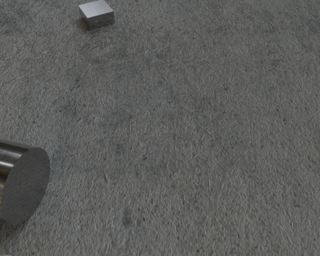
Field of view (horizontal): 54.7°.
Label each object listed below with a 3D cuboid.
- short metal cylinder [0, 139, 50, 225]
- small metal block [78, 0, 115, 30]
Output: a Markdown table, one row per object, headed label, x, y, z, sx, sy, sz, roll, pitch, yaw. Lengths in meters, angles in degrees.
| label | x | y | z | sx | sy | sz | roll | pitch | yaw |
| --- | --- | --- | --- | --- | --- | --- | --- | --- | --- |
| short metal cylinder | -0.159 | 0.054 | 0.321 | 0.050 | 0.080 | 0.080 | 12 | 51 | 10 |
| small metal block | -0.119 | -0.213 | 0.582 | 0.050 | 0.025 | 0.050 | -22 | 54 | -18 |
